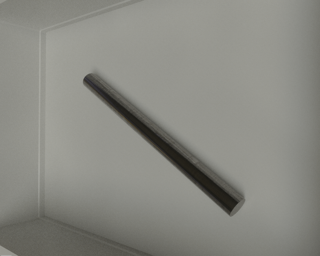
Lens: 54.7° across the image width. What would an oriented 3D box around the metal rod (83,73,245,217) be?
[{"bbox_3d":[-0.014,0.005,0.413,0.300,0.025,0.025,40,114,32],"label":"metal rod"}]
